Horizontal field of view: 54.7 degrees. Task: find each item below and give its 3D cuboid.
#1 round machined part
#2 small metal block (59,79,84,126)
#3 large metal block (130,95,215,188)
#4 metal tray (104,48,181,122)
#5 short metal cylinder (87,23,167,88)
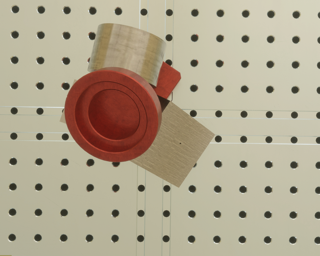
[{"bbox_3d":[-0.046,-0.016,0.330,0.098,0.042,0.097,4,110,10],"label":"round machined part"},{"bbox_3d":[-0.091,-0.027,0.368,0.025,0.050,0.050,19,90,0],"label":"small metal block"},{"bbox_3d":[0.007,0.015,0.383,0.080,0.050,0.080,34,90,-31],"label":"large metal block"},{"bbox_3d":[-0.044,-0.040,0.411,0.090,0.030,0.130,35,90,-1],"label":"metal tray"},{"bbox_3d":[-0.037,-0.080,0.355,0.080,0.080,0.050,13,90,-1],"label":"short metal cylinder"}]
